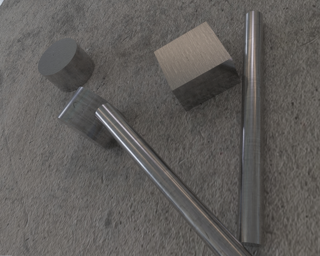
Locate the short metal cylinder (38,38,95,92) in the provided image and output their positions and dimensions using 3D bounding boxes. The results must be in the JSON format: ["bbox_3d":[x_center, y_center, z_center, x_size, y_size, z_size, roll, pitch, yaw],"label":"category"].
[{"bbox_3d":[-0.163,-0.109,0.540,0.080,0.050,0.080,-13,56,21],"label":"short metal cylinder"}]

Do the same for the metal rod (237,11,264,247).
[{"bbox_3d":[0.107,-0.021,0.360,0.025,0.025,0.300,-5,59,26],"label":"metal rod"}]

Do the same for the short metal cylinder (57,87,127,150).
[{"bbox_3d":[-0.092,-0.012,0.424,0.080,0.080,0.050,24,75,36],"label":"short metal cylinder"}]

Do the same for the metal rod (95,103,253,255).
[{"bbox_3d":[0.025,0.073,0.311,0.025,0.025,0.300,-44,62,-2],"label":"metal rod"}]

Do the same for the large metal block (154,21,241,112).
[{"bbox_3d":[0.048,-0.082,0.413,0.080,0.050,0.080,-28,52,10],"label":"large metal block"}]
